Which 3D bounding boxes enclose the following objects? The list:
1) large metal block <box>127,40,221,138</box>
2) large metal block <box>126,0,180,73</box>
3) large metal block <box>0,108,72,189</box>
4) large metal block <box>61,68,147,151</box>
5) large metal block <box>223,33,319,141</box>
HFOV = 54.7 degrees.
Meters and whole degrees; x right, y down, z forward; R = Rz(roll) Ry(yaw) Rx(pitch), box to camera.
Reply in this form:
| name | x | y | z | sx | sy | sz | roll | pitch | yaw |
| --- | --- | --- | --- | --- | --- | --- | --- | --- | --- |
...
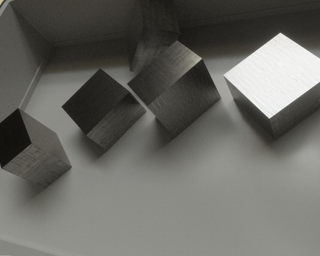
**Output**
| name | x | y | z | sx | sy | sz | roll | pitch | yaw |
| --- | --- | --- | --- | --- | --- | --- | --- | --- | --- |
| large metal block | 0.020 | -0.046 | 0.387 | 0.080 | 0.080 | 0.050 | -41 | 51 | 0 |
| large metal block | -0.014 | -0.136 | 0.451 | 0.050 | 0.080 | 0.080 | 4 | 54 | -18 |
| large metal block | -0.184 | 0.030 | 0.446 | 0.050 | 0.080 | 0.080 | -40 | 51 | 1 |
| large metal block | -0.081 | -0.028 | 0.448 | 0.080 | 0.050 | 0.080 | -46 | 52 | -5 |
| large metal block | 0.133 | -0.047 | 0.349 | 0.080 | 0.050 | 0.080 | -37 | 51 | 3 |
